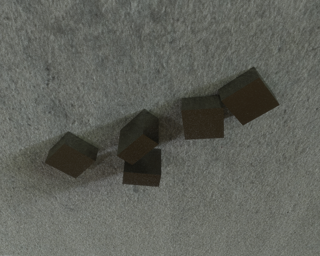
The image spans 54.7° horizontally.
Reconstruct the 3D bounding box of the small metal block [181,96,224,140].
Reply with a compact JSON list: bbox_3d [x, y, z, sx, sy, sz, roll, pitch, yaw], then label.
[{"bbox_3d":[0.055,-0.013,0.394,0.050,0.025,0.050,-3,132,9],"label":"small metal block"}]

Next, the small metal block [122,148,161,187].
[{"bbox_3d":[-0.025,0.053,0.436,0.050,0.050,0.025,6,130,-6],"label":"small metal block"}]

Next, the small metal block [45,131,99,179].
[{"bbox_3d":[-0.124,0.039,0.439,0.050,0.025,0.050,35,122,-27],"label":"small metal block"}]

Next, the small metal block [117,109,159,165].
[{"bbox_3d":[-0.028,0.011,0.400,0.025,0.050,0.050,35,121,-26],"label":"small metal block"}]

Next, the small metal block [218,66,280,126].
[{"bbox_3d":[0.108,-0.038,0.377,0.050,0.025,0.050,-33,123,24],"label":"small metal block"}]
